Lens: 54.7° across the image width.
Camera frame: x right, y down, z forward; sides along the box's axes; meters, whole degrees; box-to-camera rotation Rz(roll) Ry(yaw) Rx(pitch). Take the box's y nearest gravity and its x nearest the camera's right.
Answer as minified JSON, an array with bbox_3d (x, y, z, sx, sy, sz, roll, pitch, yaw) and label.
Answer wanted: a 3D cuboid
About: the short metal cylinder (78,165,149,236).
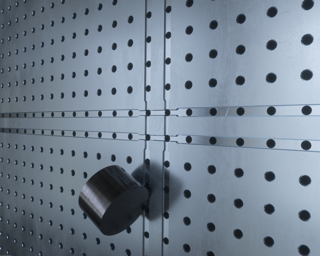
[{"bbox_3d":[-0.062,0.098,0.423,0.050,0.081,0.079,35,112,34],"label":"short metal cylinder"}]
